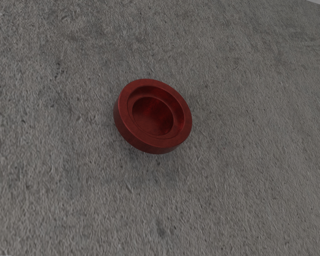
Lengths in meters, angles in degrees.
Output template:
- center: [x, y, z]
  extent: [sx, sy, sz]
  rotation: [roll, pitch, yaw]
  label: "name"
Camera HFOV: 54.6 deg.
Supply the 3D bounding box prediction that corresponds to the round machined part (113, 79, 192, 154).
- center: [-0.012, -0.011, 0.393]
  extent: [0.099, 0.042, 0.098]
  rotation: [13, 56, -21]
  label: "round machined part"
